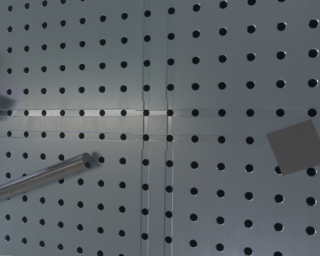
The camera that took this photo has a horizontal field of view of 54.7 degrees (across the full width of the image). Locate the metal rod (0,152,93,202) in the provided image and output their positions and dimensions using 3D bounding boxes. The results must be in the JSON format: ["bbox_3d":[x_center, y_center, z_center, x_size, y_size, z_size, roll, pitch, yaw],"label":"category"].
[{"bbox_3d":[-0.238,0.098,0.496,0.300,0.025,0.025,-21,83,18],"label":"metal rod"}]

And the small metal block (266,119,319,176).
[{"bbox_3d":[0.157,0.022,0.357,0.050,0.025,0.050,-22,83,18],"label":"small metal block"}]
